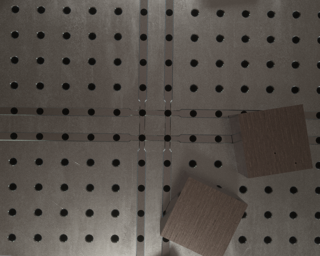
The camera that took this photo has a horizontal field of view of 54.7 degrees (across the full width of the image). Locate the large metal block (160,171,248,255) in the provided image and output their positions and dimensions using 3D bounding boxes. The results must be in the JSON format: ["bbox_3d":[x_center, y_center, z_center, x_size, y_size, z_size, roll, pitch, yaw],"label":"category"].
[{"bbox_3d":[0.054,0.112,0.402,0.080,0.050,0.080,26,90,-1],"label":"large metal block"}]

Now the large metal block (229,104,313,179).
[{"bbox_3d":[0.141,0.016,0.403,0.081,0.050,0.080,-9,90,-1],"label":"large metal block"}]
